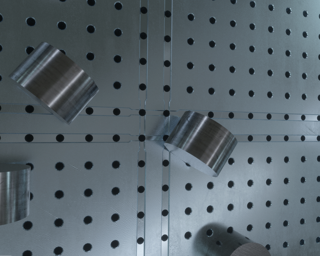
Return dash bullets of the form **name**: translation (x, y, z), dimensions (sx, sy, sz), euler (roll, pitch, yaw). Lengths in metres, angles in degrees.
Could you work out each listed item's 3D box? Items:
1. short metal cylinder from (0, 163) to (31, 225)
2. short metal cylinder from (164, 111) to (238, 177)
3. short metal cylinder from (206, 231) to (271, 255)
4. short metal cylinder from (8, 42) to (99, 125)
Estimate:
- **short metal cylinder**: translation (-0.177, 0.066, 0.318), dimensions (0.081, 0.080, 0.050), euler (1, 90, -20)
- **short metal cylinder**: translation (0.053, 0.021, 0.404), dimensions (0.080, 0.080, 0.050), euler (37, 78, -17)
- **short metal cylinder**: translation (0.112, 0.195, 0.443), dimensions (0.081, 0.050, 0.079), euler (0, 90, -21)
- **short metal cylinder**: translation (-0.115, -0.047, 0.341), dimensions (0.080, 0.080, 0.050), euler (41, 77, -16)
